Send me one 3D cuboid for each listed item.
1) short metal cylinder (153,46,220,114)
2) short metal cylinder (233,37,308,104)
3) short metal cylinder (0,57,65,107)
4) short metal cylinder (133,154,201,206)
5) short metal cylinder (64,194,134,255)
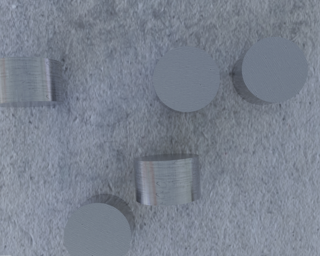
[{"bbox_3d":[0.032,-0.059,0.398,0.081,0.050,0.079,0,90,-1],"label":"short metal cylinder"},{"bbox_3d":[0.139,-0.071,0.399,0.081,0.050,0.079,0,90,-1],"label":"short metal cylinder"},{"bbox_3d":[-0.161,-0.054,0.380,0.081,0.080,0.050,-4,90,-1],"label":"short metal cylinder"},{"bbox_3d":[0.009,0.061,0.383,0.081,0.080,0.050,-4,90,-1],"label":"short metal cylinder"},{"bbox_3d":[-0.075,0.130,0.397,0.081,0.050,0.079,0,90,-1],"label":"short metal cylinder"}]
